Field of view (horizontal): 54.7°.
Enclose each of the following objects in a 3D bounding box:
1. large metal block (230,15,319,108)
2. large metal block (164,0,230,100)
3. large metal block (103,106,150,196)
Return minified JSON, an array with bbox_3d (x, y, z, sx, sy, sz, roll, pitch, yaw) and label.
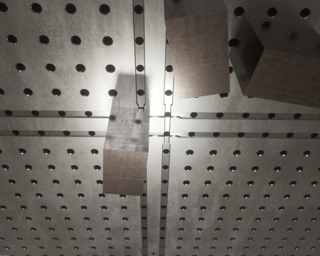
[{"bbox_3d":[0.124,-0.070,0.318,0.081,0.080,0.050,9,130,-8],"label":"large metal block"},{"bbox_3d":[0.035,-0.086,0.303,0.050,0.080,0.080,-8,130,6],"label":"large metal block"},{"bbox_3d":[-0.043,0.029,0.400,0.050,0.080,0.079,5,130,-5],"label":"large metal block"}]
